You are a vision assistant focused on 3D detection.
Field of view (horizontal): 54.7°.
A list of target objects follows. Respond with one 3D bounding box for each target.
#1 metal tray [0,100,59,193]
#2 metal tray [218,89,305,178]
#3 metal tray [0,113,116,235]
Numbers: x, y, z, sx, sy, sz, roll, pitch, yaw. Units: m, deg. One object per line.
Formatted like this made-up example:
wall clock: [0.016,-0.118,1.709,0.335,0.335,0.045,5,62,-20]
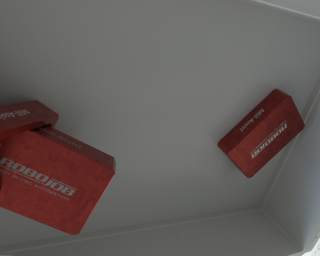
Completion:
metal tray: [-0.152,0.025,0.279,0.030,0.130,0.090,33,103,2]
metal tray: [0.167,0.012,0.503,0.130,0.030,0.090,-44,129,2]
metal tray: [-0.123,0.046,0.320,0.131,0.030,0.090,28,103,-14]
